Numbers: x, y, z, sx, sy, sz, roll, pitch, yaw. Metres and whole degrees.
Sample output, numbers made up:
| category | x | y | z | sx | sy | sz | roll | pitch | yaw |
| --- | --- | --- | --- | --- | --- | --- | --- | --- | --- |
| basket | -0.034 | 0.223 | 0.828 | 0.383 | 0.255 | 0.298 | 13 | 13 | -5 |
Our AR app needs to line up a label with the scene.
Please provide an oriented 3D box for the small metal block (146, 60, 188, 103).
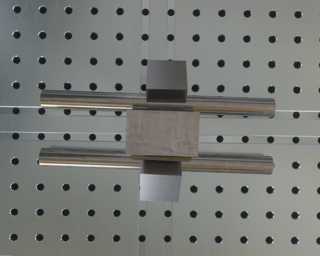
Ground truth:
| category | x | y | z | sx | sy | sz | roll | pitch | yaw |
| --- | --- | --- | --- | --- | --- | --- | --- | --- | --- |
| small metal block | 0.008 | -0.060 | 0.398 | 0.050 | 0.025 | 0.050 | 1 | 56 | -1 |

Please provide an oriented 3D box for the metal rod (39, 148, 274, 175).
| category | x | y | z | sx | sy | sz | roll | pitch | yaw |
| --- | --- | --- | --- | --- | --- | --- | --- | --- | --- |
| metal rod | -0.004 | 0.044 | 0.410 | 0.302 | 0.025 | 0.025 | 2 | 90 | -1 |

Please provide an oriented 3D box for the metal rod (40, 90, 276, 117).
| category | x | y | z | sx | sy | sz | roll | pitch | yaw |
| --- | --- | --- | --- | --- | --- | --- | --- | --- | --- |
| metal rod | -0.002 | -0.032 | 0.409 | 0.302 | 0.025 | 0.025 | 2 | 90 | -1 |

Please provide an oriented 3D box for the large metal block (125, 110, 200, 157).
| category | x | y | z | sx | sy | sz | roll | pitch | yaw |
| --- | --- | --- | --- | --- | --- | --- | --- | --- | --- |
| large metal block | 0.003 | 0.006 | 0.381 | 0.081 | 0.080 | 0.050 | 2 | 90 | 0 |

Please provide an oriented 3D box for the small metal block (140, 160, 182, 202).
| category | x | y | z | sx | sy | sz | roll | pitch | yaw |
| --- | --- | --- | --- | --- | --- | --- | --- | --- | --- |
| small metal block | 0.001 | 0.068 | 0.398 | 0.050 | 0.025 | 0.050 | 3 | 128 | -1 |
